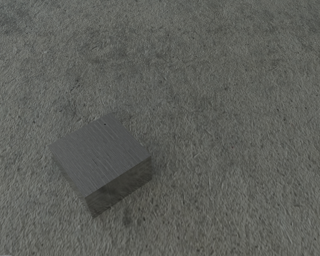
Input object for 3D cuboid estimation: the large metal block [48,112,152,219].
[{"bbox_3d":[-0.066,0.040,0.353,0.081,0.050,0.080,-31,57,-24],"label":"large metal block"}]
